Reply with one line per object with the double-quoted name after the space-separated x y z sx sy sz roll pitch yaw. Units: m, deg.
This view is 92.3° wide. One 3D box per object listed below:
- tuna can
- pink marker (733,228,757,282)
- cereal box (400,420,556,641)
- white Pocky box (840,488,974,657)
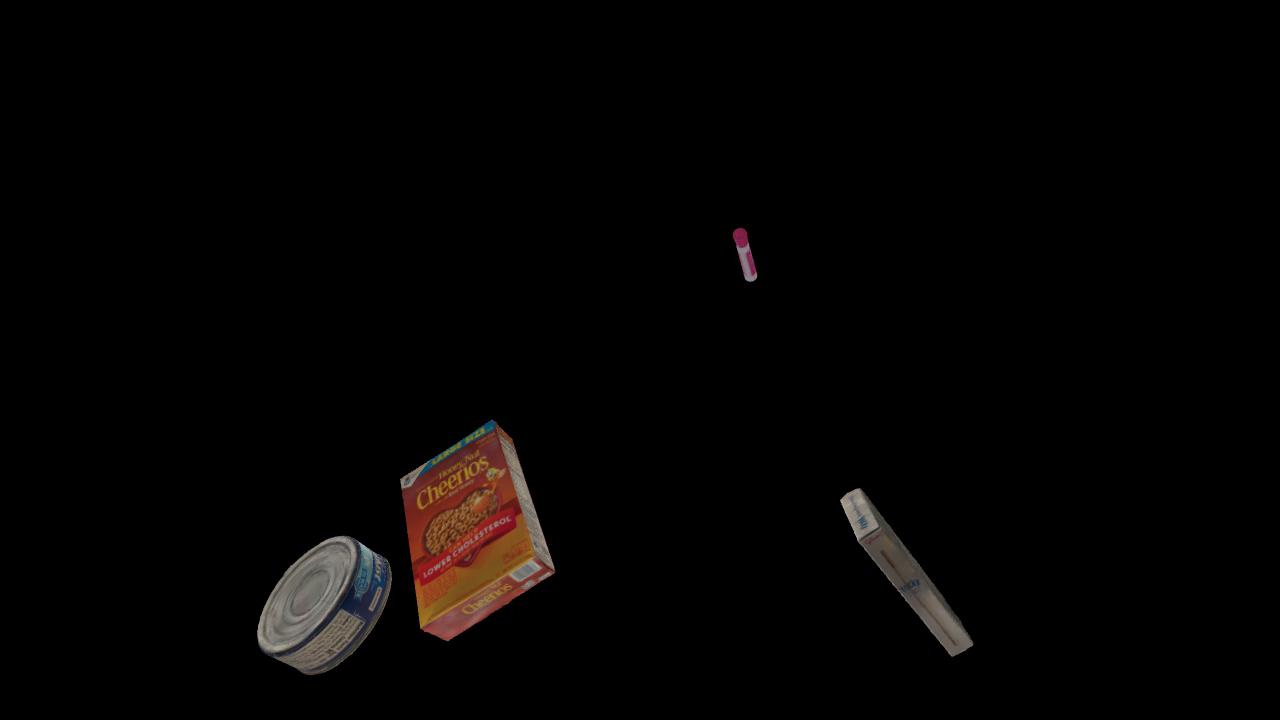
-0.213 0.163 0.417 0.084 0.084 0.034 0 -42 39 "tuna can"
0.146 -0.144 0.849 0.020 0.020 0.121 0 -21 18 "pink marker"
-0.280 0.267 1.018 0.203 0.306 0.081 -32 -45 0 "cereal box"
0.259 0.205 0.604 0.028 0.154 0.084 -37 8 13 "white Pocky box"
